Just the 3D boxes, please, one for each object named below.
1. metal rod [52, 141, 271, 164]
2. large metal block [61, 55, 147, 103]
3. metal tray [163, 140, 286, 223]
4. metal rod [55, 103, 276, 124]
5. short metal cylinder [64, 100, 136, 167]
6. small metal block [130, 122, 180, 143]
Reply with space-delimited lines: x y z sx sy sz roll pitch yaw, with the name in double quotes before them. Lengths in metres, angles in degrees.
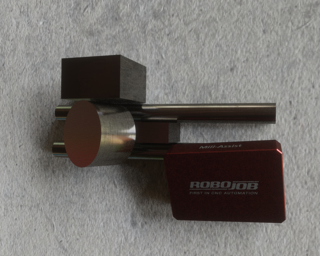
"metal rod" -0.011 0.031 0.413 0.301 0.025 0.025 0 90 19
"large metal block" -0.070 -0.060 0.405 0.080 0.080 0.050 1 91 19
"metal tray" 0.076 0.064 0.365 0.130 0.030 0.089 -4 106 18
"metal rod" -0.006 -0.020 0.412 0.301 0.025 0.025 1 90 19
"short metal cylinder" -0.076 0.007 0.385 0.080 0.050 0.080 -2 87 43
"small metal block" -0.005 0.005 0.397 0.050 0.050 0.025 1 91 19
